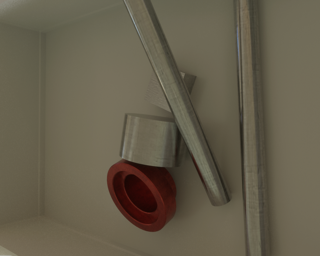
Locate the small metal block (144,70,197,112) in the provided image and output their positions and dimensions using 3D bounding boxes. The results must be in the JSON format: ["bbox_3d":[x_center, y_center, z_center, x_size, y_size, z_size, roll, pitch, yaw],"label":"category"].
[{"bbox_3d":[0.012,-0.051,0.395,0.050,0.025,0.050,28,107,36],"label":"small metal block"}]

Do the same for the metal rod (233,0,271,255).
[{"bbox_3d":[0.096,-0.013,0.326,0.025,0.025,0.298,-4,88,39],"label":"metal rod"}]

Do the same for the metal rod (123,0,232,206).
[{"bbox_3d":[0.010,-0.052,0.319,0.025,0.025,0.299,-14,106,39],"label":"metal rod"}]

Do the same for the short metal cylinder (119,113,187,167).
[{"bbox_3d":[-0.006,0.013,0.373,0.080,0.081,0.050,13,97,39],"label":"short metal cylinder"}]

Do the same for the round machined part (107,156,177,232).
[{"bbox_3d":[-0.018,0.079,0.394,0.098,0.042,0.097,21,126,33],"label":"round machined part"}]
